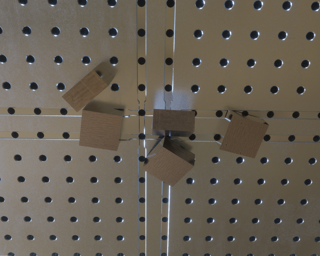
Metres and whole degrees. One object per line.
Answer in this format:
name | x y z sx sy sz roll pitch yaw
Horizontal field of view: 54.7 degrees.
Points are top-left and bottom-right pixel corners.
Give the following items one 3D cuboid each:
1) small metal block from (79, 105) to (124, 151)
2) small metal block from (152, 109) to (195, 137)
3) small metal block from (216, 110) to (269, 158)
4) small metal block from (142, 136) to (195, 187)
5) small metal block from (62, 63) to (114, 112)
small metal block | -0.077 0.000 0.412 0.050 0.025 0.050 9 110 -4
small metal block | 0.016 -0.005 0.395 0.050 0.050 0.025 3 80 -2
small metal block | 0.110 0.008 0.418 0.050 0.025 0.050 15 109 -6
small metal block | 0.012 0.046 0.424 0.050 0.025 0.050 33 122 -12
small metal block | -0.087 -0.051 0.380 0.050 0.050 0.025 -38 106 12
